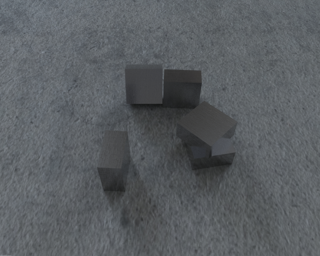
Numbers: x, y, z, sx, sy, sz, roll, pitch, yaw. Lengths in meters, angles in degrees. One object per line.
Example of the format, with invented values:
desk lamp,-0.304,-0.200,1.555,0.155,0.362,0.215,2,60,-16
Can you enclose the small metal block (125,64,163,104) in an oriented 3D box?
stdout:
small metal block,-0.022,-0.062,0.435,0.050,0.050,0.025,0,25,-1

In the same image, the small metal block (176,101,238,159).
small metal block,0.055,0.001,0.371,0.050,0.025,0.050,37,59,26

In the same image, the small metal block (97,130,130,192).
small metal block,-0.051,0.038,0.354,0.025,0.050,0.050,3,50,2

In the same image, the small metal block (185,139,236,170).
small metal block,0.060,0.021,0.386,0.050,0.025,0.050,-8,51,-7

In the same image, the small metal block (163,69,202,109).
small metal block,0.030,-0.054,0.433,0.050,0.050,0.025,2,50,1
